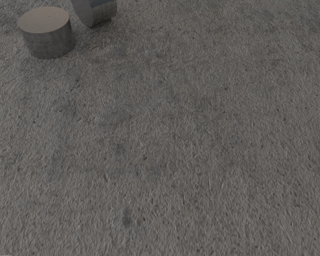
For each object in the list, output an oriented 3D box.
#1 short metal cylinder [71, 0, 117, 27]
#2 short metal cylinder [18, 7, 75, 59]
[{"bbox_3d":[-0.122,-0.231,0.561,0.050,0.080,0.080,-32,57,-24],"label":"short metal cylinder"},{"bbox_3d":[-0.188,-0.160,0.520,0.080,0.050,0.080,0,50,0],"label":"short metal cylinder"}]
